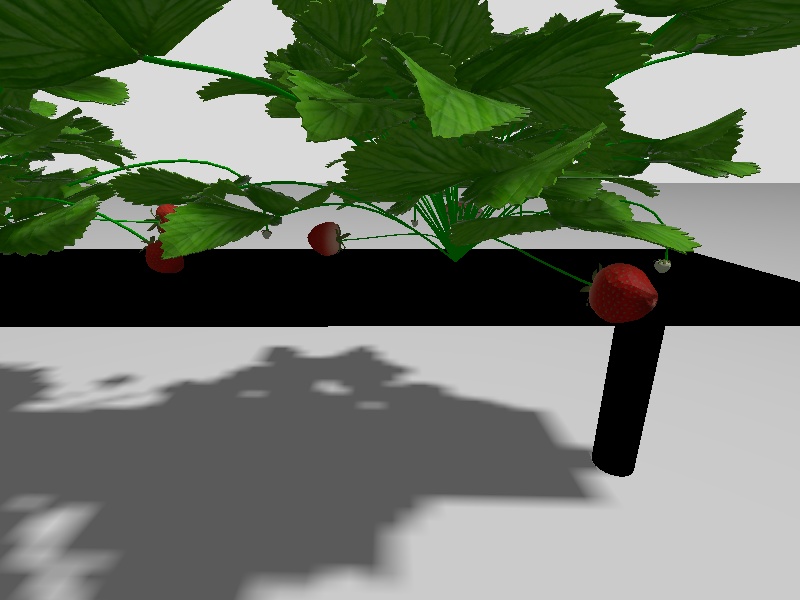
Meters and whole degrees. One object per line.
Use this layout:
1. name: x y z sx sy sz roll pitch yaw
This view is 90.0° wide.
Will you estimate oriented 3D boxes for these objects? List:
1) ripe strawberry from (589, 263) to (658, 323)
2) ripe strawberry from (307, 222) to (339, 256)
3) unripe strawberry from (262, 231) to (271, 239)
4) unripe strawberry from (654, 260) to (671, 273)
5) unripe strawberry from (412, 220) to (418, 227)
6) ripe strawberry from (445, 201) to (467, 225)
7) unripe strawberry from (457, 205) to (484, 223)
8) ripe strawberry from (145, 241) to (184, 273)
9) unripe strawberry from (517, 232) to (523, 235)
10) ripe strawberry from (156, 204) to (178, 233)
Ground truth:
1. ripe strawberry: 0.120 -0.003 0.213 0.030 0.032 0.033 -8 20 -24
2. ripe strawberry: -0.071 -0.058 0.379 0.030 0.032 0.028 4 18 13
3. unripe strawberry: -0.154 -0.075 0.463 0.010 0.010 0.011 -8 20 -24
4. unripe strawberry: 0.193 -0.025 0.295 0.010 0.010 0.009 8 19 22
5. unripe strawberry: 0.020 -0.103 0.542 0.009 0.010 0.010 -3 18 -8
6. ripe strawberry: 0.078 -0.125 0.575 0.042 0.036 0.042 2 17 6
7. unripe strawberry: 0.094 -0.112 0.542 0.038 0.032 0.038 4 12 12
8. ripe strawberry: -0.183 -0.033 0.313 0.027 0.023 0.027 42 20 -4
9. unripe strawberry: 0.145 -0.084 0.486 0.011 0.011 0.010 12 21 33
10. ripe strawberry: -0.277 -0.098 0.490 0.034 0.039 0.037 14 22 38
